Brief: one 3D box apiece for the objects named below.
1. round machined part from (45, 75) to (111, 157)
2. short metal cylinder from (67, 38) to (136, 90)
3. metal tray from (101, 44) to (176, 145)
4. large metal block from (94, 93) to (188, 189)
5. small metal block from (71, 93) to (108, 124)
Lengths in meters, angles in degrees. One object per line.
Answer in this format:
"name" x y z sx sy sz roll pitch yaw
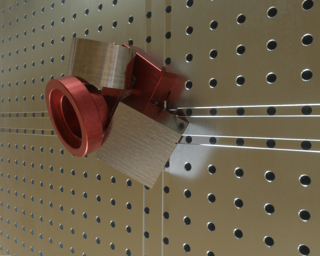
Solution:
"round machined part" -0.097 -0.017 0.379 0.098 0.042 0.097 28 130 40
"short metal cylinder" -0.074 -0.080 0.392 0.080 0.081 0.050 17 101 38
"metal tray" -0.043 -0.041 0.440 0.090 0.030 0.129 42 115 31
"large metal block" -0.022 0.015 0.386 0.080 0.050 0.079 29 111 3
"small metal block" -0.106 -0.027 0.437 0.025 0.050 0.050 24 105 37
